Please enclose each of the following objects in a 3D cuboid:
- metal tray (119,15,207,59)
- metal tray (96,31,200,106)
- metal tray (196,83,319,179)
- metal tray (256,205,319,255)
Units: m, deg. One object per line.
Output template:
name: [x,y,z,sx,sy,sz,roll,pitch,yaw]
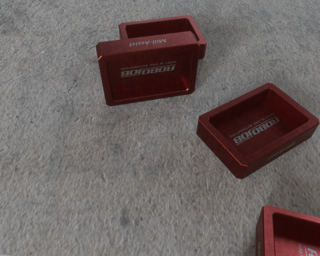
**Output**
metal tray: [0.002,-0.148,0.523,0.131,0.030,0.090,-10,51,-9]
metal tray: [-0.015,-0.080,0.427,0.131,0.089,0.030,-10,51,-9]
metal tray: [0.125,-0.001,0.402,0.131,0.030,0.090,-26,55,-21]
metal tray: [0.130,0.127,0.261,0.090,0.030,0.130,13,28,11]
